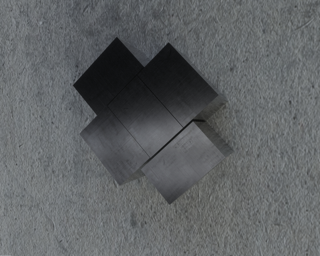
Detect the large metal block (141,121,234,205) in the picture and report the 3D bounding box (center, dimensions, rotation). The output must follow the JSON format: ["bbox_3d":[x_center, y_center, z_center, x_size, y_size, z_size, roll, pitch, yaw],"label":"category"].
[{"bbox_3d":[0.036,0.038,0.368,0.080,0.080,0.050,-44,77,14],"label":"large metal block"}]

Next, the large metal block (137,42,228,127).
[{"bbox_3d":[0.031,-0.047,0.370,0.050,0.080,0.080,-44,77,15],"label":"large metal block"}]

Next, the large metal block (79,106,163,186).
[{"bbox_3d":[-0.040,0.020,0.395,0.050,0.080,0.080,-44,77,15],"label":"large metal block"}]

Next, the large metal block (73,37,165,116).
[{"bbox_3d":[-0.048,-0.060,0.397,0.080,0.080,0.050,-44,77,14],"label":"large metal block"}]

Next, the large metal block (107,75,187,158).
[{"bbox_3d":[-0.005,-0.013,0.382,0.050,0.080,0.080,-44,77,15],"label":"large metal block"}]
